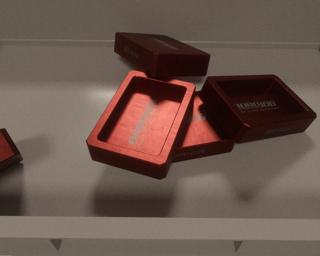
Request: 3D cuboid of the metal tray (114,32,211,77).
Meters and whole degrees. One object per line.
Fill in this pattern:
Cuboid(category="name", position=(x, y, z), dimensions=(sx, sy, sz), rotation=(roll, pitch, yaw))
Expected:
Cuboid(category="metal tray", position=(-0.001, -0.109, 0.452), dimensions=(0.091, 0.030, 0.130), rotation=(-6, 29, -30))

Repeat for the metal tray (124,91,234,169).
Cuboid(category="metal tray", position=(0.022, -0.002, 0.404), dimensions=(0.131, 0.030, 0.090), rotation=(-10, 51, -9))

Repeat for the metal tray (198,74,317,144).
Cuboid(category="metal tray", position=(0.126, -0.030, 0.401), dimensions=(0.131, 0.030, 0.090), rotation=(-7, 49, -30))

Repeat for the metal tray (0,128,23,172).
Cuboid(category="metal tray", position=(-0.212, 0.050, 0.317), dimensions=(0.131, 0.090, 0.030), rotation=(-31, 92, -24))

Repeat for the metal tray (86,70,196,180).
Cuboid(category="metal tray", position=(-0.017, -0.010, 0.370), dimensions=(0.090, 0.030, 0.130), rotation=(15, 52, 11))
